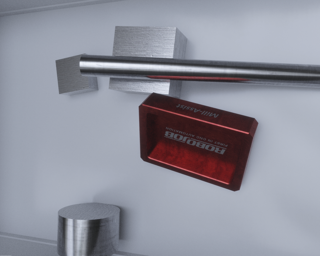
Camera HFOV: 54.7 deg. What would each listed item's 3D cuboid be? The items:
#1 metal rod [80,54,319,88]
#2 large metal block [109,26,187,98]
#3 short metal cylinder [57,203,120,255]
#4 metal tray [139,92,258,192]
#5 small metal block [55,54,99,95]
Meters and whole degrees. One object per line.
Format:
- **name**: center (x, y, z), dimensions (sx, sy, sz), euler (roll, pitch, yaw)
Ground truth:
- **metal rod**: center (0.061, -0.064, 0.349), dimensions (0.302, 0.025, 0.025), euler (3, 91, 4)
- **large metal block**: center (-0.015, -0.084, 0.402), dimensions (0.080, 0.050, 0.079), euler (7, 92, 19)
- **short metal cylinder**: center (-0.095, 0.135, 0.413), dimensions (0.080, 0.080, 0.050), euler (2, 91, 19)
- **metal tray**: center (0.040, 0.016, 0.368), dimensions (0.130, 0.030, 0.089), euler (16, 131, 18)
- **small metal block**: center (-0.121, -0.077, 0.452), dimensions (0.050, 0.025, 0.050), euler (-8, 88, 19)
